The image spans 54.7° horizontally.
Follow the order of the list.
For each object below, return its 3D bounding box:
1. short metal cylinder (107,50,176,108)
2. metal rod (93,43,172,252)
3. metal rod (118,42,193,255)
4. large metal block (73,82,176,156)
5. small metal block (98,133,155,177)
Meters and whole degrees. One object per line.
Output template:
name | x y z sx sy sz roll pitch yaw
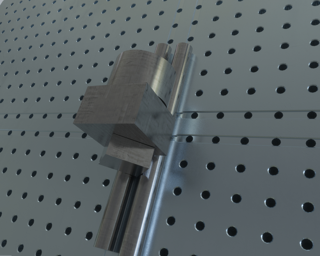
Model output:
short metal cylinder | -0.024 -0.052 0.389 0.080 0.080 0.050 1 62 28
metal rod | -0.029 0.008 0.419 0.025 0.025 0.300 1 62 28
metal rod | 0.001 0.012 0.400 0.025 0.025 0.300 1 62 28
large metal block | -0.038 -0.008 0.365 0.080 0.080 0.050 0 62 28
small metal block | -0.040 0.033 0.362 0.050 0.050 0.025 20 65 -12
